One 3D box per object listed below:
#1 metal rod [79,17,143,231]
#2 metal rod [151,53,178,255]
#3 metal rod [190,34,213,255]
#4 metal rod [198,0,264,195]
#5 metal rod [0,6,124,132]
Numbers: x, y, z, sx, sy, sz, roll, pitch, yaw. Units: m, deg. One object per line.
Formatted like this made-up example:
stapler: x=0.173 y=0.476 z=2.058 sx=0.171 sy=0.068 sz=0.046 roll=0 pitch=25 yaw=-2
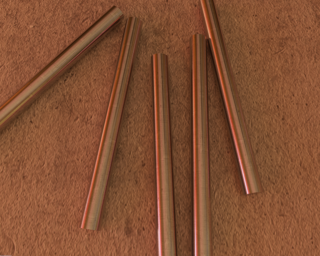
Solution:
metal rod: x=-0.060 y=-0.020 z=0.414 sx=0.025 sy=0.025 sz=0.299 roll=8 pitch=70 yaw=2
metal rod: x=0.004 y=0.040 z=0.393 sx=0.025 sy=0.025 sz=0.299 roll=-2 pitch=70 yaw=-1
metal rod: x=0.052 y=0.009 z=0.405 sx=0.025 sy=0.025 sz=0.299 roll=2 pitch=70 yaw=0
metal rod: x=0.093 y=-0.058 z=0.430 sx=0.025 sy=0.025 sz=0.299 roll=-8 pitch=70 yaw=-3
metal rod: x=-0.161 y=-0.068 z=0.430 sx=0.025 sy=0.025 sz=0.301 roll=39 pitch=74 yaw=12
